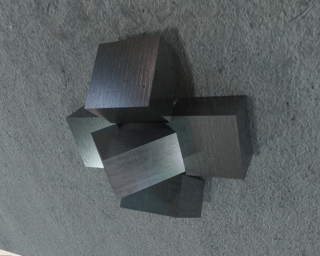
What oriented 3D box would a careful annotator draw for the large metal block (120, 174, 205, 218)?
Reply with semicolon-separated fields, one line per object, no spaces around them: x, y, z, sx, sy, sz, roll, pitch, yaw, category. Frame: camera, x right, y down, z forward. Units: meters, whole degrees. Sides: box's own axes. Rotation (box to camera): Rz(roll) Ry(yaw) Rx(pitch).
0.006;0.088;0.415;0.080;0.080;0.050;2;76;28;large metal block

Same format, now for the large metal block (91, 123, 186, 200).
-0.028;0.027;0.360;0.080;0.081;0.050;-137;29;-61;large metal block

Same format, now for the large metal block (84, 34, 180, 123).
-0.029;-0.051;0.348;0.080;0.080;0.050;0;162;28;large metal block

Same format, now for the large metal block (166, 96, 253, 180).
0.059;0.010;0.363;0.080;0.050;0.080;0;119;28;large metal block

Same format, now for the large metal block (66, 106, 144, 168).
-0.072;0.009;0.434;0.080;0.050;0.080;0;118;28;large metal block
